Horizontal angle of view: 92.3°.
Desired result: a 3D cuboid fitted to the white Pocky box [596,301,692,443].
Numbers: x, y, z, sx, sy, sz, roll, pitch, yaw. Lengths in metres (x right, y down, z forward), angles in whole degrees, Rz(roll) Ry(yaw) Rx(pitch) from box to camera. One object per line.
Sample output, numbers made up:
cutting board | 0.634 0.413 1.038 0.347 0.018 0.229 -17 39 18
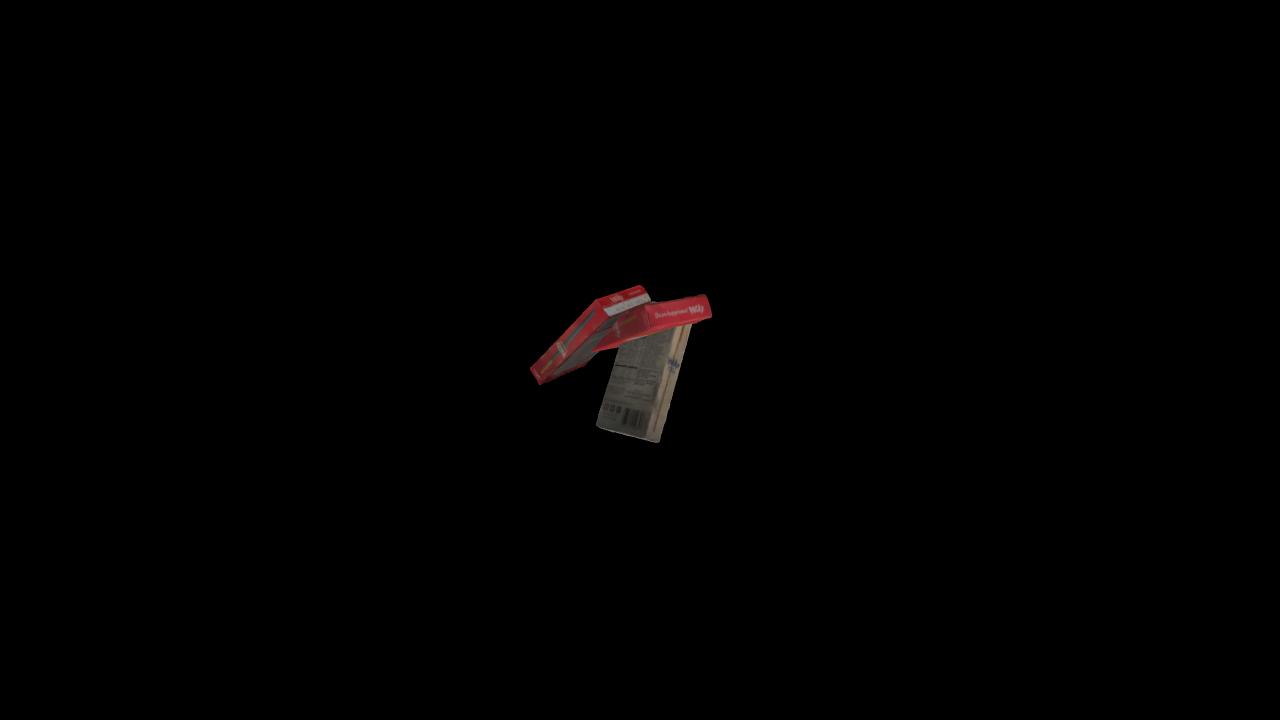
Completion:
white Pocky box | 0.005 0.010 0.688 0.028 0.154 0.084 24 -11 -42

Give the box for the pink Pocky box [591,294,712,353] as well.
pink Pocky box | 0.004 -0.039 0.708 0.084 0.029 0.155 -13 -2 -32

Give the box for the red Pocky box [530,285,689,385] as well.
red Pocky box | -0.061 -0.028 0.721 0.155 0.028 0.083 -41 -9 40
